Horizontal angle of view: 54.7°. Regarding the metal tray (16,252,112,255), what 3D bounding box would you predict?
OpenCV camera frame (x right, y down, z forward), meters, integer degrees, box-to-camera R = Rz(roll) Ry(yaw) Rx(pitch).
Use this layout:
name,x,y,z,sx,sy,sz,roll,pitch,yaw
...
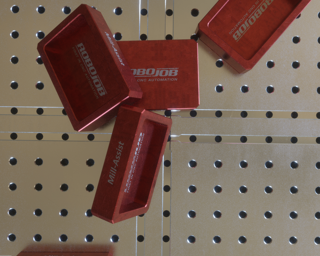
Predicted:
name,x,y,z,sx,sy,sz,roll,pitch,yaw
metal tray,-0.131,0.215,0.409,0.131,0.030,0.089,1,90,-1

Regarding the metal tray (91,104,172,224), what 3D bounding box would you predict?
name,x,y,z,sx,sy,sz,roll,pitch,yaw
metal tray,-0.030,0.043,0.378,0.030,0.090,0.129,15,90,24

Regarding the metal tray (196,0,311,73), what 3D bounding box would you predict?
name,x,y,z,sx,sy,sz,roll,pitch,yaw
metal tray,0.123,-0.150,0.412,0.090,0.030,0.130,41,90,-1

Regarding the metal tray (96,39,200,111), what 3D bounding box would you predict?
name,x,y,z,sx,sy,sz,roll,pitch,yaw
metal tray,-0.016,-0.068,0.411,0.131,0.030,0.089,-2,90,-1

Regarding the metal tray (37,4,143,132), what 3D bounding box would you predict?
name,x,y,z,sx,sy,sz,roll,pitch,yaw
metal tray,-0.089,-0.071,0.381,0.090,0.030,0.130,-32,78,22
